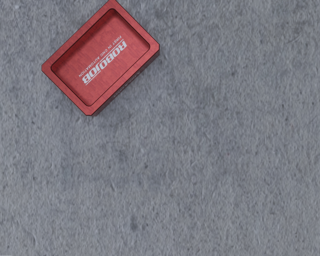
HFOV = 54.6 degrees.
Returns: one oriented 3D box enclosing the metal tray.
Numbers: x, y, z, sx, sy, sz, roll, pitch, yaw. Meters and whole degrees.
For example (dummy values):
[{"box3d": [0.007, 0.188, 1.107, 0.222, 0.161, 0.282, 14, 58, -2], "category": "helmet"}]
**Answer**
[{"box3d": [-0.075, -0.089, 0.406, 0.130, 0.030, 0.090, -44, 90, 0], "category": "metal tray"}]
